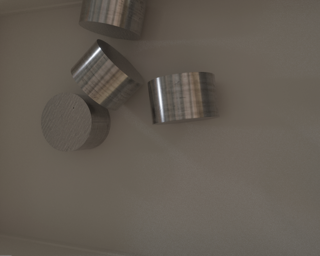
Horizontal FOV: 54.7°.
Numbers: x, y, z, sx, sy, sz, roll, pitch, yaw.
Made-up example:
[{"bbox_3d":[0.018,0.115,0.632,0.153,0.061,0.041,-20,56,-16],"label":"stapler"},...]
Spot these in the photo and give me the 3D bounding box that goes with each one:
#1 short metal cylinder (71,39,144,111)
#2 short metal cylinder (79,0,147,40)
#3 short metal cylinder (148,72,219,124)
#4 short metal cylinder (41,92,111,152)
[{"bbox_3d":[-0.067,-0.069,0.404,0.050,0.080,0.080,-44,77,15],"label":"short metal cylinder"},{"bbox_3d":[-0.060,-0.150,0.401,0.080,0.080,0.050,12,94,19],"label":"short metal cylinder"},{"bbox_3d":[0.028,-0.033,0.371,0.080,0.080,0.050,-7,88,19],"label":"short metal cylinder"},{"bbox_3d":[-0.118,-0.008,0.437,0.080,0.050,0.079,0,90,19],"label":"short metal cylinder"}]
